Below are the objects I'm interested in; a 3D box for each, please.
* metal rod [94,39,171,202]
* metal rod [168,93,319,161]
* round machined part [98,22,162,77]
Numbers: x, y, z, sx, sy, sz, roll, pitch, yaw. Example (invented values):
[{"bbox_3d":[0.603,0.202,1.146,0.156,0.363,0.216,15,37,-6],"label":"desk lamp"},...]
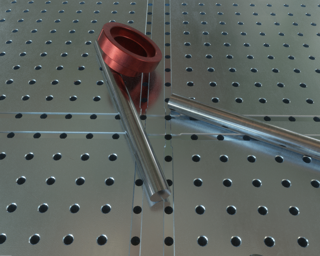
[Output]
[{"bbox_3d":[-0.049,-0.033,0.434,0.025,0.025,0.299,-15,52,-13],"label":"metal rod"},{"bbox_3d":[0.153,0.011,0.400,0.301,0.025,0.025,20,53,15],"label":"metal rod"},{"bbox_3d":[-0.049,-0.116,0.475,0.099,0.042,0.098,23,35,-18],"label":"round machined part"}]
